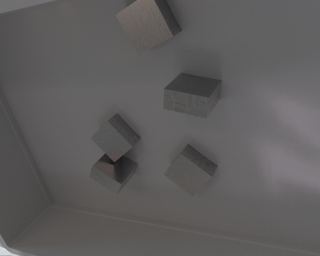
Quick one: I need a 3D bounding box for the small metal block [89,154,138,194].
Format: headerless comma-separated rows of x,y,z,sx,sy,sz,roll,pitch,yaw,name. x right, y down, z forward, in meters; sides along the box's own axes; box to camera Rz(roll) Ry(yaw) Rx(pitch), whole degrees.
-0.069,0.064,0.469,0.050,0.050,0.025,30,128,9,small metal block

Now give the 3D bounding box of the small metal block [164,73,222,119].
0.037,-0.038,0.349,0.050,0.050,0.025,14,124,20,small metal block

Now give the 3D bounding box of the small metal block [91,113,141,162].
-0.065,0.015,0.452,0.050,0.025,0.050,47,129,-5,small metal block

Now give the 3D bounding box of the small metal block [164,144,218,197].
0.041,0.058,0.423,0.050,0.025,0.050,37,129,3,small metal block

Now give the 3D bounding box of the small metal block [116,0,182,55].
-0.012,-0.116,0.343,0.050,0.025,0.050,-19,109,35,small metal block
